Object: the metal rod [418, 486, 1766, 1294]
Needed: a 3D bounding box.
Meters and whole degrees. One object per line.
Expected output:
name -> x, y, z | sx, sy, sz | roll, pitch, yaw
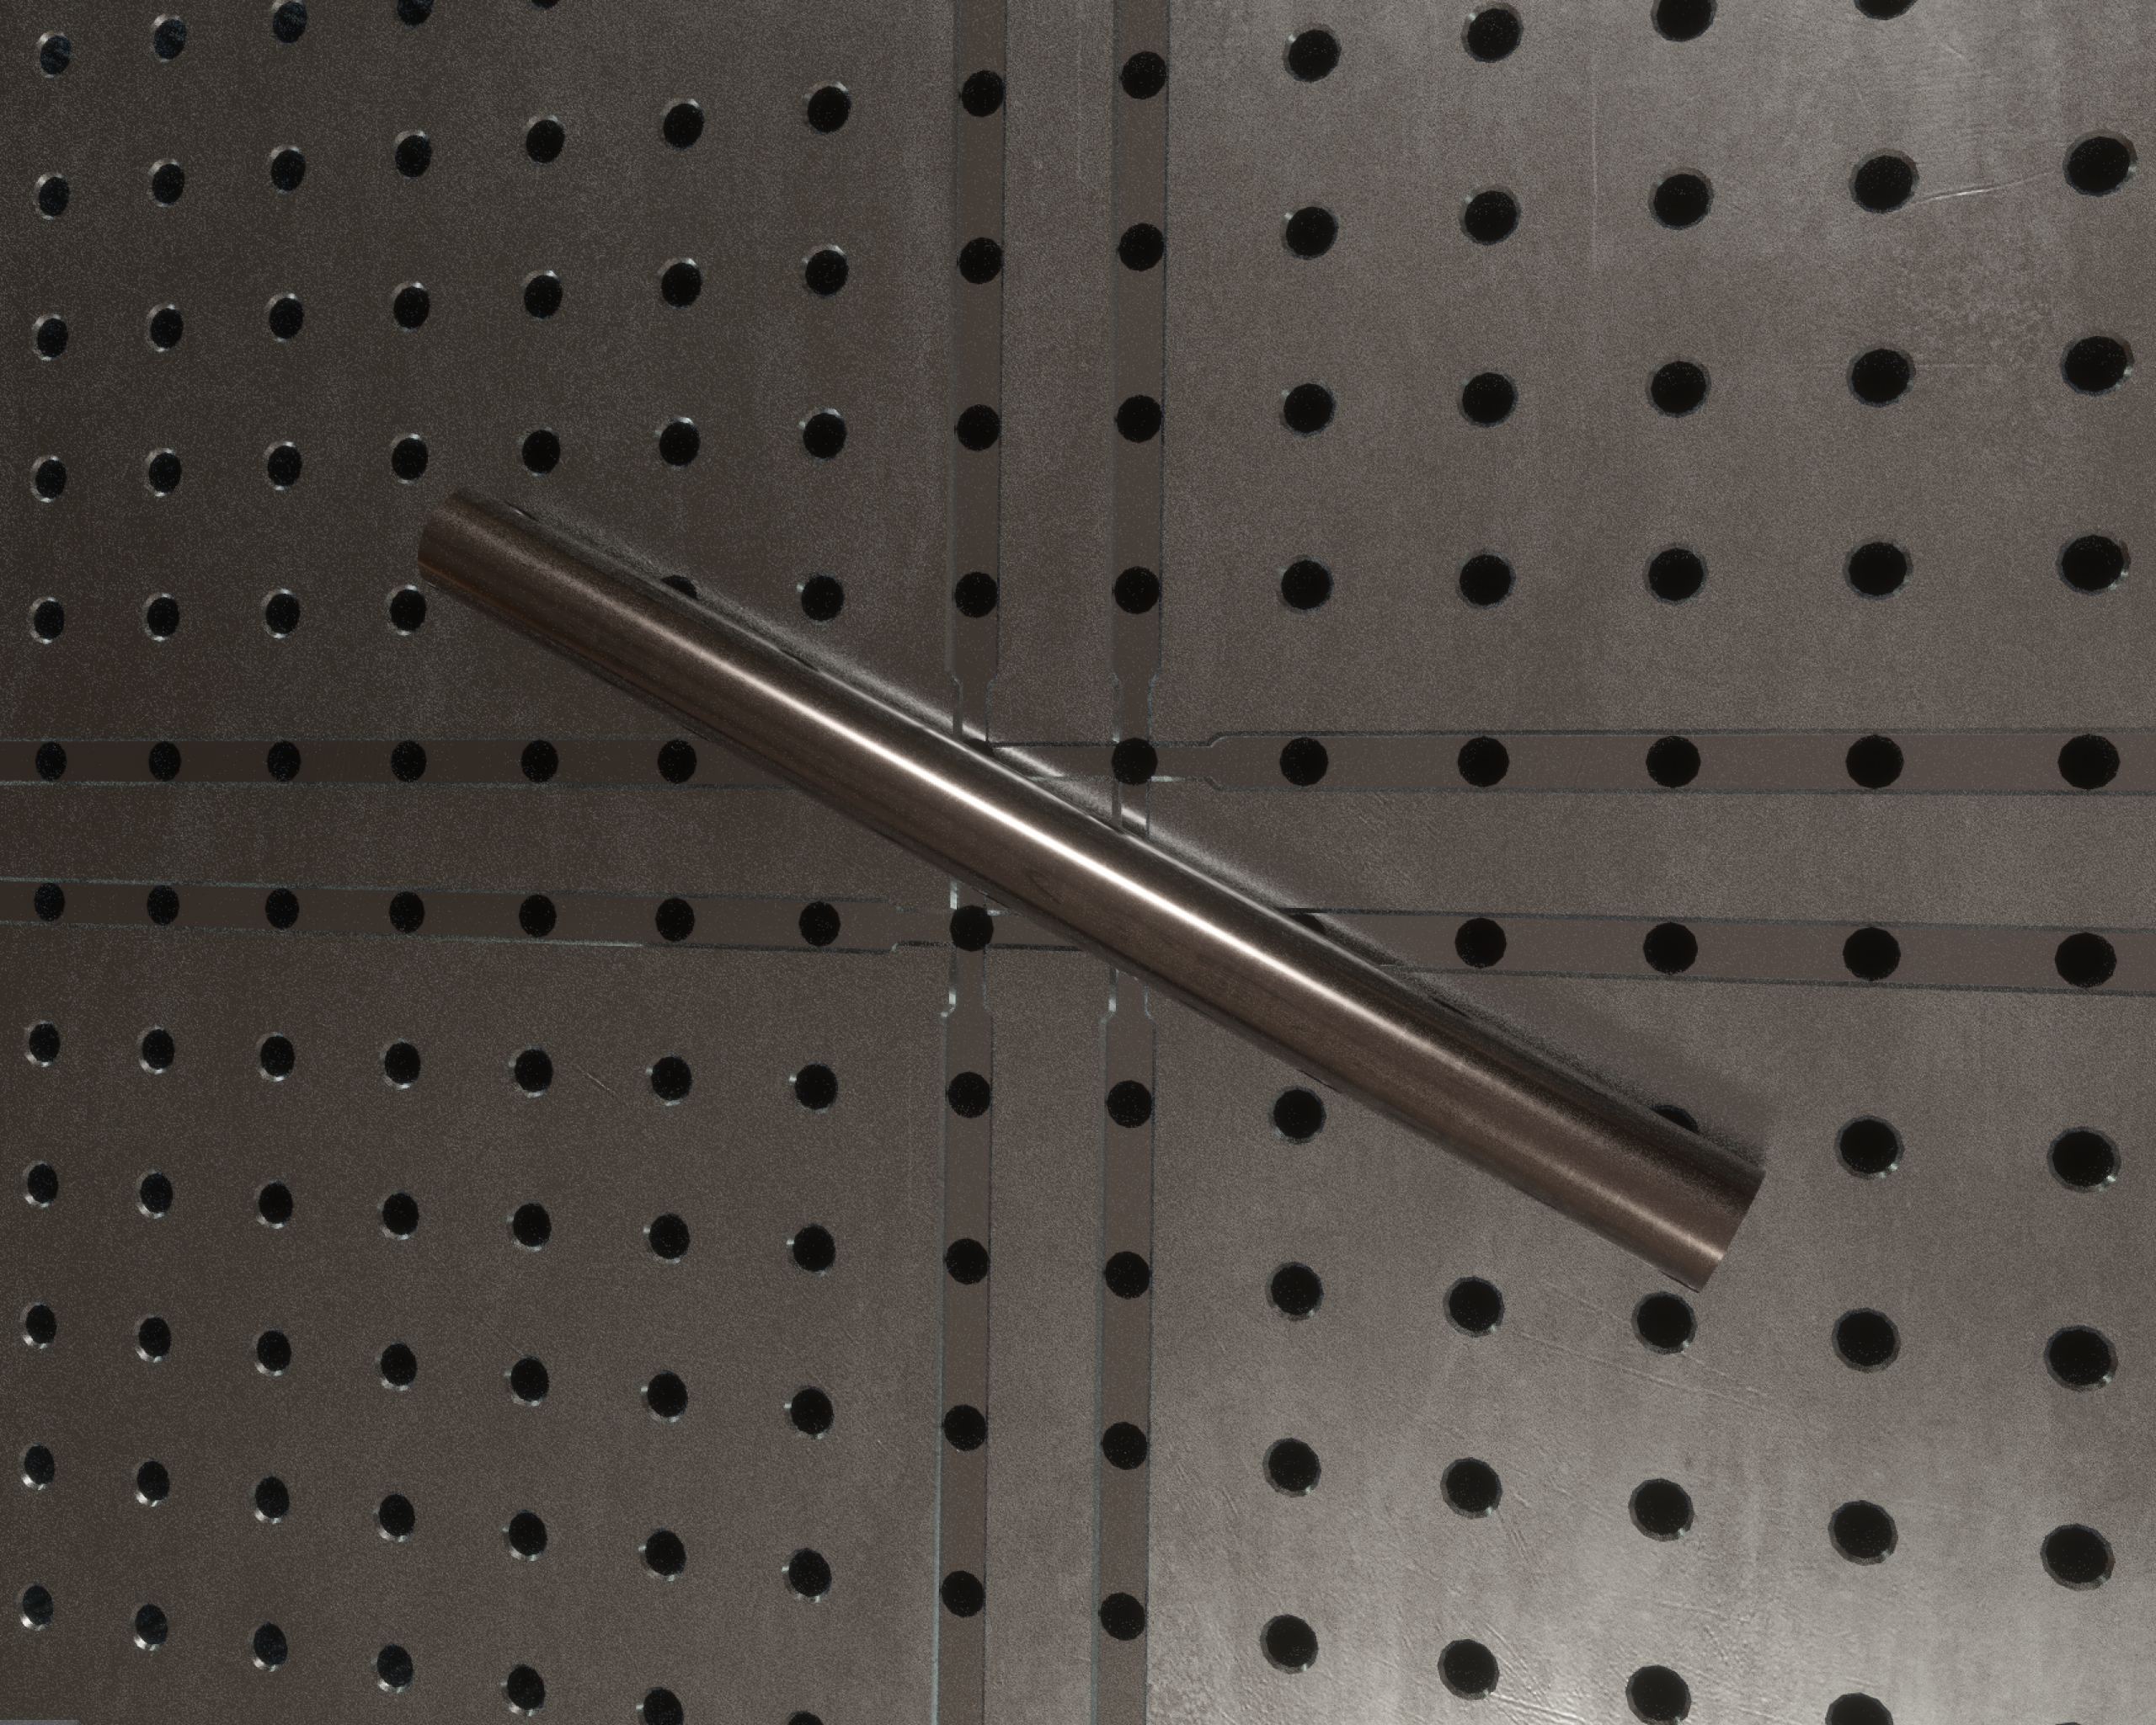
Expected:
metal rod -> -0.010, -0.003, 0.415 | 0.301, 0.025, 0.025 | 29, 99, 17
